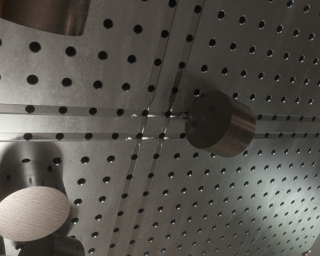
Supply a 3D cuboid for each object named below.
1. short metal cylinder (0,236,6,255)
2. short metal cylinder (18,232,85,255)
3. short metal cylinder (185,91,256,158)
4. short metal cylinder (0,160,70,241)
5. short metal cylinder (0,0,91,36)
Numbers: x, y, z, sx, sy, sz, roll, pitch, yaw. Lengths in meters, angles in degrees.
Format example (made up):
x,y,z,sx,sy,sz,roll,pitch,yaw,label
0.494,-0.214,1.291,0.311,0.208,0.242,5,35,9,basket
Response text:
x,y,z,sx,sy,sz,roll,pitch,yaw,label
-0.208,0.132,0.344,0.050,0.080,0.079,-13,124,-22,short metal cylinder
-0.146,0.180,0.408,0.080,0.080,0.050,-47,130,4,short metal cylinder
0.080,-0.004,0.419,0.050,0.080,0.080,21,107,-36,short metal cylinder
-0.152,0.085,0.365,0.081,0.050,0.079,-14,125,-21,short metal cylinder
-0.097,-0.113,0.253,0.081,0.080,0.050,6,115,-32,short metal cylinder
